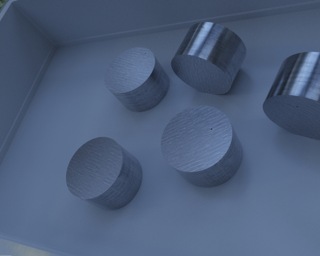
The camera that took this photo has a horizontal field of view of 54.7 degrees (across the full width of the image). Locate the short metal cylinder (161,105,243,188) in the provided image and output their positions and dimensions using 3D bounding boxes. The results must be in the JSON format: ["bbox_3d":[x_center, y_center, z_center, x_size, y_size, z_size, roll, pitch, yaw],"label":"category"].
[{"bbox_3d":[0.048,0.021,0.351,0.080,0.050,0.080,-13,56,21],"label":"short metal cylinder"}]

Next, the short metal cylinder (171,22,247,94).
[{"bbox_3d":[0.061,-0.086,0.391,0.080,0.080,0.050,17,71,34],"label":"short metal cylinder"}]

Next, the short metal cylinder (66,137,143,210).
[{"bbox_3d":[-0.069,0.058,0.391,0.080,0.050,0.080,-13,56,21],"label":"short metal cylinder"}]

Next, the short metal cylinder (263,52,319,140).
[{"bbox_3d":[0.152,-0.030,0.309,0.080,0.080,0.050,18,71,35],"label":"short metal cylinder"}]

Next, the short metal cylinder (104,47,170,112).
[{"bbox_3d":[-0.033,-0.070,0.450,0.080,0.050,0.080,-13,56,21],"label":"short metal cylinder"}]
